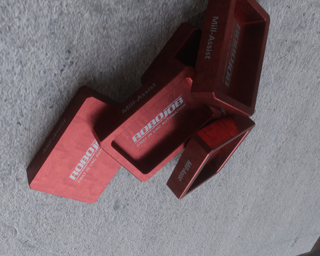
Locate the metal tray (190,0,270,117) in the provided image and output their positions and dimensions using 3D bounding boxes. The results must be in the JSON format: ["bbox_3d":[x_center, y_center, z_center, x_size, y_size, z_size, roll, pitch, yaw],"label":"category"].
[{"bbox_3d":[0.084,-0.086,0.356,0.091,0.030,0.129,17,82,-46],"label":"metal tray"}]

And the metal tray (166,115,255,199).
[{"bbox_3d":[0.066,0.038,0.422,0.091,0.030,0.129,-27,154,-32],"label":"metal tray"}]

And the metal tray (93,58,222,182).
[{"bbox_3d":[0.000,-0.006,0.364,0.130,0.030,0.090,-41,130,0],"label":"metal tray"}]

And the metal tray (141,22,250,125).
[{"bbox_3d":[0.051,-0.059,0.398,0.131,0.030,0.090,30,101,-38],"label":"metal tray"}]

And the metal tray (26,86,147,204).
[{"bbox_3d":[-0.086,0.025,0.373,0.090,0.030,0.130,28,103,-38],"label":"metal tray"}]
